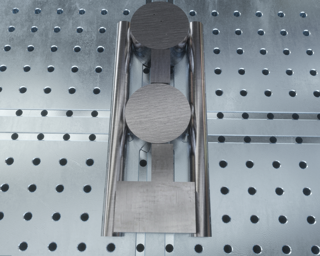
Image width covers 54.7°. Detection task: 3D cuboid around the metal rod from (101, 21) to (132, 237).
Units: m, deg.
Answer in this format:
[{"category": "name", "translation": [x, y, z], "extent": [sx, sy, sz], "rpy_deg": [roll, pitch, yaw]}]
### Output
[{"category": "metal rod", "translation": [-0.055, -0.013, 0.415], "extent": [0.025, 0.025, 0.299], "rpy_deg": [1, 70, 0]}]

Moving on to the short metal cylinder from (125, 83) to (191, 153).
[{"category": "short metal cylinder", "translation": [-0.003, -0.011, 0.402], "extent": [0.081, 0.050, 0.080], "rpy_deg": [0, 70, 0]}]

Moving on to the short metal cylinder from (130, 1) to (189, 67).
[{"category": "short metal cylinder", "translation": [0.000, -0.133, 0.446], "extent": [0.081, 0.050, 0.080], "rpy_deg": [0, 70, 0]}]

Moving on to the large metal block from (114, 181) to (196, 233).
[{"category": "large metal block", "translation": [-0.005, 0.092, 0.349], "extent": [0.080, 0.080, 0.050], "rpy_deg": [1, 70, 0]}]

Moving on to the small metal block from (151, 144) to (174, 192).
[{"category": "small metal block", "translation": [0.003, 0.050, 0.379], "extent": [0.025, 0.050, 0.050], "rpy_deg": [0, 70, 0]}]

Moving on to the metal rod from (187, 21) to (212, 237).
[{"category": "metal rod", "translation": [0.051, -0.012, 0.415], "extent": [0.025, 0.025, 0.299], "rpy_deg": [1, 70, 0]}]

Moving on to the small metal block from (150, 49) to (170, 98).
[{"category": "small metal block", "translation": [0.001, -0.072, 0.423], "extent": [0.025, 0.050, 0.050], "rpy_deg": [1, 70, 0]}]
